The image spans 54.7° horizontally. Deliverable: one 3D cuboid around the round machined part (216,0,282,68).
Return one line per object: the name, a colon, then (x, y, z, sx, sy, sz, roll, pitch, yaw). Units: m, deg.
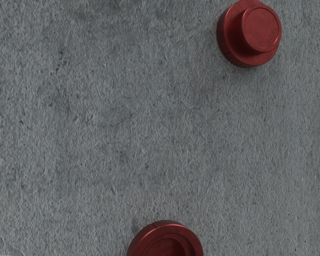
round machined part: (0.135, -0.139, 0.449, 0.099, 0.042, 0.097, 0, 90, -20)

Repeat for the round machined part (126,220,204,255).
round machined part: (0.003, 0.167, 0.401, 0.099, 0.042, 0.097, 0, 90, -20)
